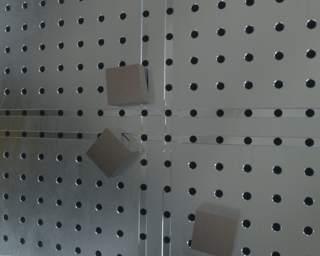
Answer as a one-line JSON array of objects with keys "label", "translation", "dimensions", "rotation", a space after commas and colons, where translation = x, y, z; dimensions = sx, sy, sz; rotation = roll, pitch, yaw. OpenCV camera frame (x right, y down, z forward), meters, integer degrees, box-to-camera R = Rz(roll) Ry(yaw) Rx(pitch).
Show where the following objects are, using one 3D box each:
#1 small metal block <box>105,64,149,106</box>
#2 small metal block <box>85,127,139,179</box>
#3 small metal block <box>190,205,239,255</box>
[{"label": "small metal block", "translation": [-0.045, -0.058, 0.428], "dimensions": [0.050, 0.025, 0.050], "rotation": [-5, 88, 19]}, {"label": "small metal block", "translation": [-0.067, 0.034, 0.435], "dimensions": [0.050, 0.025, 0.050], "rotation": [44, 103, 14]}, {"label": "small metal block", "translation": [0.069, 0.129, 0.388], "dimensions": [0.050, 0.025, 0.050], "rotation": [9, 93, 19]}]
